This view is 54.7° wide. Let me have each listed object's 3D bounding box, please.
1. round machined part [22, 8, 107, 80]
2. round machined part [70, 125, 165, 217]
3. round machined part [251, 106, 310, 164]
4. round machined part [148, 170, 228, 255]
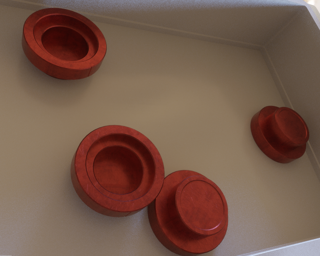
[{"bbox_3d":[-0.121,-0.100,0.391,0.099,0.042,0.098,14,56,-21],"label":"round machined part"},{"bbox_3d":[-0.048,0.049,0.340,0.099,0.042,0.098,14,56,-21],"label":"round machined part"},{"bbox_3d":[0.201,0.005,0.503,0.099,0.042,0.098,14,56,-21],"label":"round machined part"},{"bbox_3d":[0.039,0.094,0.360,0.099,0.042,0.098,14,56,-21],"label":"round machined part"}]
